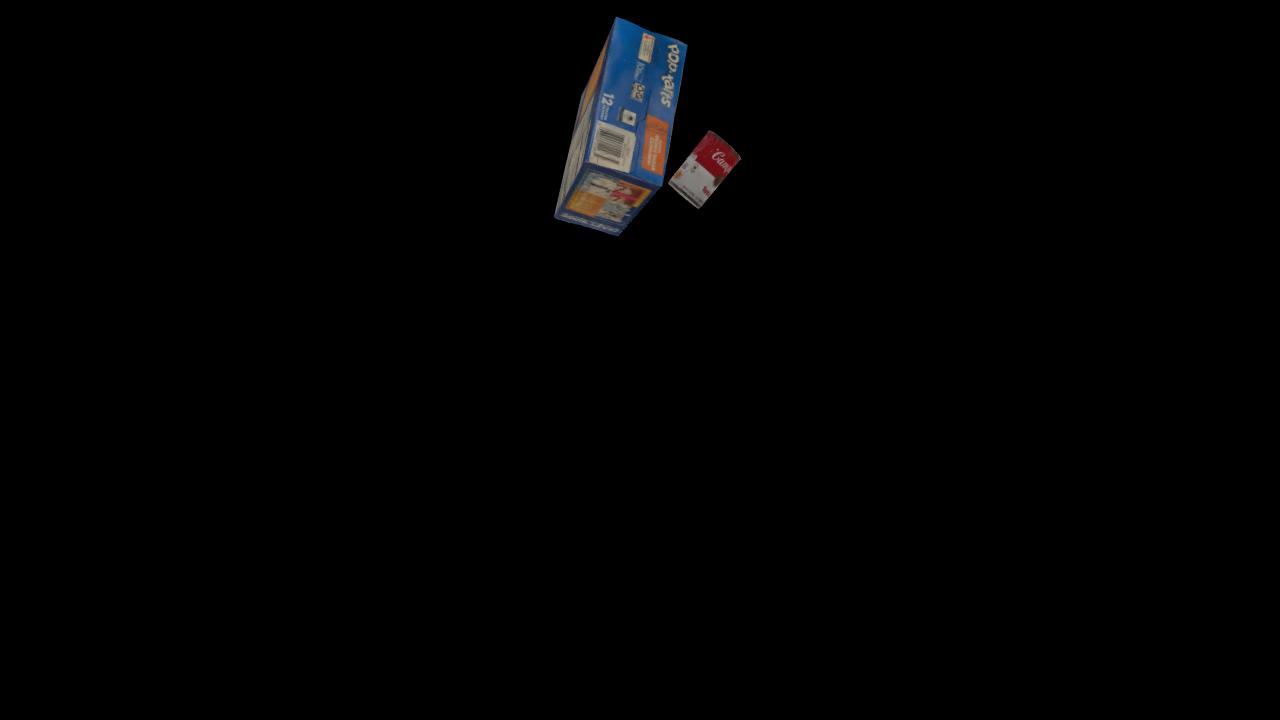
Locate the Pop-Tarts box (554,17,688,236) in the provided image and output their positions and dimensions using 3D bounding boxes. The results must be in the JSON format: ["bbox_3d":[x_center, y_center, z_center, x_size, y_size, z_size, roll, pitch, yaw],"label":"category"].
[{"bbox_3d":[-0.024,-0.242,0.663,0.083,0.167,0.141,15,-15,-17],"label":"Pop-Tarts box"}]

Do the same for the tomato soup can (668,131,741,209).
[{"bbox_3d":[0.100,-0.298,0.969,0.068,0.101,0.068,39,12,-10],"label":"tomato soup can"}]
